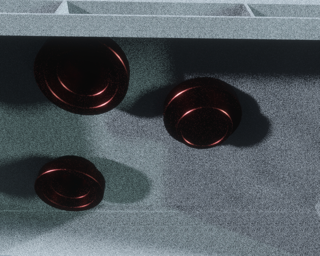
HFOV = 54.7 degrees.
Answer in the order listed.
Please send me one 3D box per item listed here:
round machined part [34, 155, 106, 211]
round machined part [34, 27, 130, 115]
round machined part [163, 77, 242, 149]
[{"bbox_3d":[-0.131,0.079,0.464,0.099,0.042,0.097,0,130,0],"label":"round machined part"},{"bbox_3d":[-0.082,-0.065,0.342,0.099,0.042,0.097,0,130,0],"label":"round machined part"},{"bbox_3d":[0.053,-0.011,0.389,0.099,0.042,0.097,0,130,0],"label":"round machined part"}]
